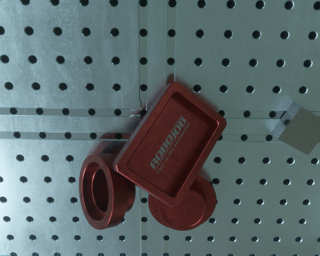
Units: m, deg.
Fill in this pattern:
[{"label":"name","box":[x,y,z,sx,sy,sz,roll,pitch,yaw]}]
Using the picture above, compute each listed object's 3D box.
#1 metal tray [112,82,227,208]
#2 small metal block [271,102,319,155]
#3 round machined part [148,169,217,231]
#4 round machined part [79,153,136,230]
[{"label":"metal tray","box":[0.014,0.020,0.384,0.090,0.030,0.130,36,75,-12]},{"label":"small metal block","box":[0.189,0.001,0.415,0.050,0.025,0.050,27,108,-10]},{"label":"round machined part","box":[0.032,0.107,0.444,0.099,0.042,0.097,0,110,0]},{"label":"round machined part","box":[-0.068,0.082,0.414,0.042,0.098,0.097,0,115,-38]}]
